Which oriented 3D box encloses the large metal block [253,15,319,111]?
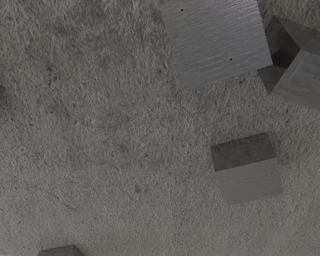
[{"bbox_3d":[0.149,-0.065,0.317,0.081,0.080,0.050,15,129,-13],"label":"large metal block"}]

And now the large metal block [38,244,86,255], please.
[{"bbox_3d":[-0.197,0.287,0.633,0.080,0.050,0.080,-15,129,12],"label":"large metal block"}]

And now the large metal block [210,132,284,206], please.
[{"bbox_3d":[0.124,0.060,0.443,0.080,0.050,0.080,-16,129,13],"label":"large metal block"}]

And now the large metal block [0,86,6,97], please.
[{"bbox_3d":[-0.246,-0.033,0.360,0.080,0.050,0.080,-37,121,27],"label":"large metal block"}]

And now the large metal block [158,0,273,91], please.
[{"bbox_3d":[0.053,-0.088,0.296,0.080,0.050,0.080,-16,101,13],"label":"large metal block"}]
